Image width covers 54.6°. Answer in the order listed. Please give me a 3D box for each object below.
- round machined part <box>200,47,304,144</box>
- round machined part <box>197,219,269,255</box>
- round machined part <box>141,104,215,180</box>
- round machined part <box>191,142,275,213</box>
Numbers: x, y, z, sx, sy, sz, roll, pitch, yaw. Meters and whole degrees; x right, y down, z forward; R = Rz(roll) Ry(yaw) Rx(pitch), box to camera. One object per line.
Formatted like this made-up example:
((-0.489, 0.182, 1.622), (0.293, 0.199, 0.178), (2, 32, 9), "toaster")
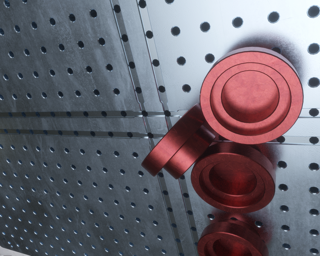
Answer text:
((0.094, -0.035, 0.323), (0.098, 0.042, 0.097), (7, 117, 15), "round machined part")
((0.107, 0.173, 0.451), (0.098, 0.042, 0.097), (13, 124, 21), "round machined part")
((0.027, 0.022, 0.362), (0.042, 0.099, 0.097), (42, 129, 5), "round machined part")
((0.091, 0.056, 0.382), (0.098, 0.042, 0.097), (11, 128, 15), "round machined part")
